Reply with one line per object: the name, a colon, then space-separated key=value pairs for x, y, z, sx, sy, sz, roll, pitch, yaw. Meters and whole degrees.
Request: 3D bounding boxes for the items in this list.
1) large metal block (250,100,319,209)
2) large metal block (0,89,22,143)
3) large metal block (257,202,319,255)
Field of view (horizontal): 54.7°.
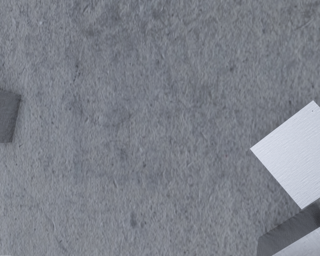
large metal block: x=0.159 y=0.028 z=0.340 sx=0.080 sy=0.050 sz=0.080 roll=-41 pitch=77 yaw=15
large metal block: x=-0.278 y=-0.025 z=0.491 sx=0.080 sy=0.050 sz=0.079 roll=16 pitch=95 yaw=19
large metal block: x=0.152 y=0.130 z=0.326 sx=0.080 sy=0.080 sz=0.050 roll=-40 pitch=78 yaw=15
